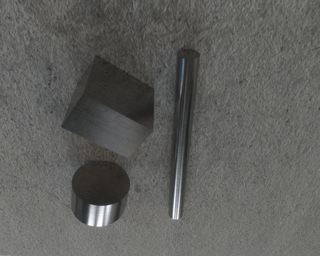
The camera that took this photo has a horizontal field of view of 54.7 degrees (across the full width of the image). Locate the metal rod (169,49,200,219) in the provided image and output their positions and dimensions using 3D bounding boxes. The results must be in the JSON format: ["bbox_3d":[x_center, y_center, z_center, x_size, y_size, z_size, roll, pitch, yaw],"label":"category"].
[{"bbox_3d":[0.029,0.033,0.435,0.025,0.025,0.298,0,130,-1],"label":"metal rod"}]

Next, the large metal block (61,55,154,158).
[{"bbox_3d":[-0.054,-0.025,0.349,0.080,0.080,0.050,28,125,-22],"label":"large metal block"}]

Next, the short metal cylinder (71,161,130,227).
[{"bbox_3d":[-0.087,0.094,0.450,0.081,0.080,0.050,9,130,-8],"label":"short metal cylinder"}]
